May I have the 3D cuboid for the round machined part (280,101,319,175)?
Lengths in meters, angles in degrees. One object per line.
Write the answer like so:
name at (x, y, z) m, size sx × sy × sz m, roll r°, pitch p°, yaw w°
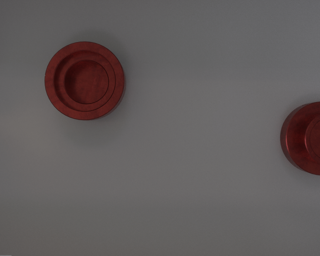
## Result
round machined part at (0.214, 0.014, 0.404) m, size 0.099 × 0.042 × 0.097 m, roll 0°, pitch 90°, yaw 0°

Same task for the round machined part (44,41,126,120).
round machined part at (-0.093, -0.058, 0.402) m, size 0.099 × 0.042 × 0.097 m, roll 0°, pitch 90°, yaw 0°
